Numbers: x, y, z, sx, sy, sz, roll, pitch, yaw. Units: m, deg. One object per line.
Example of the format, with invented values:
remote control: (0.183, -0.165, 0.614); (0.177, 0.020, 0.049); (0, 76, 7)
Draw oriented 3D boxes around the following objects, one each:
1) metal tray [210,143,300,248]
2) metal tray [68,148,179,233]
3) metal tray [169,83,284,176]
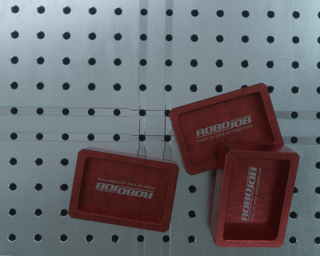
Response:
metal tray: (0.117, 0.086, 0.393); (0.091, 0.030, 0.129); (3, 104, -6)
metal tray: (-0.046, 0.080, 0.410); (0.131, 0.030, 0.089); (9, 90, -1)
metal tray: (0.086, 0.001, 0.411); (0.131, 0.030, 0.090); (-16, 90, -1)
